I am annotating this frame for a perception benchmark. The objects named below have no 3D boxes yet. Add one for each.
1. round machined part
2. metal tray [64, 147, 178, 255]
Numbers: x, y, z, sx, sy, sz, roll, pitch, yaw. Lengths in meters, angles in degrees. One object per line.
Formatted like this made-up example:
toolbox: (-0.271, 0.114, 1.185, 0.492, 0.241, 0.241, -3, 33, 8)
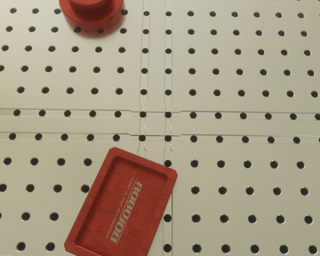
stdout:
round machined part: (-0.106, -0.201, 0.475, 0.099, 0.042, 0.098, 0, 70, -1)
metal tray: (-0.043, 0.098, 0.372, 0.090, 0.030, 0.130, 21, 71, 7)
